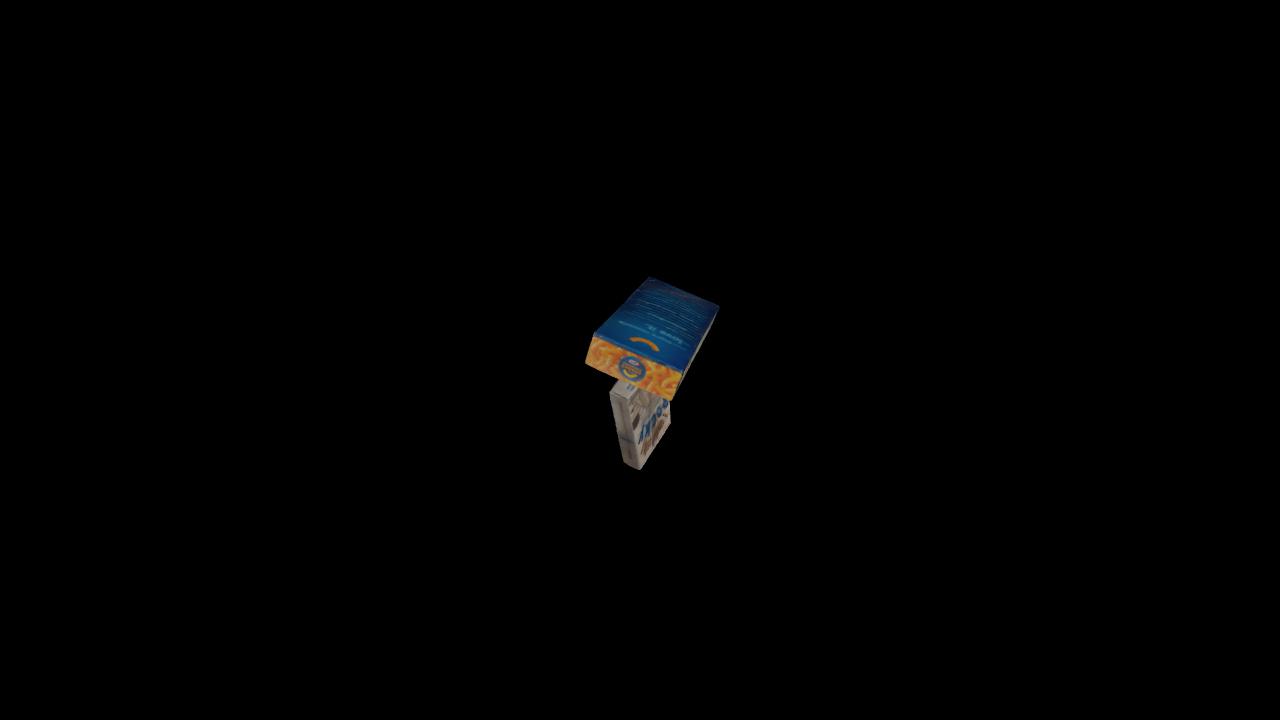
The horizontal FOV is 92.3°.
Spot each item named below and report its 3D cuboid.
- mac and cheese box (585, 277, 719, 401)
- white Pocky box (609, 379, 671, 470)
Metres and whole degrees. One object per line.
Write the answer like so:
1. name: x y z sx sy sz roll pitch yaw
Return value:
1. mac and cheese box: 0.020 -0.030 0.643 0.093 0.041 0.184 25 29 7
2. white Pocky box: 0.004 0.059 0.733 0.028 0.084 0.154 23 -33 22
